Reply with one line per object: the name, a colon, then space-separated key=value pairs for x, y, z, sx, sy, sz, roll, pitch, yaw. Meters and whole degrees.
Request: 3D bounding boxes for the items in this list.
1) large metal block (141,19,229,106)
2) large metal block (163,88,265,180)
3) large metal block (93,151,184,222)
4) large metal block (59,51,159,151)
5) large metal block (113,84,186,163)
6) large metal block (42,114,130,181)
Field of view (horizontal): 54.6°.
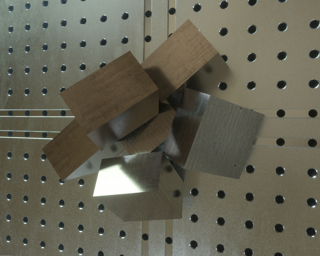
large metal block: x=0.030 y=-0.073 z=0.373 sx=0.080 sy=0.080 sz=0.050 roll=-41 pitch=78 yaw=15
large metal block: x=0.060 y=0.007 z=0.355 sx=0.050 sy=0.081 sz=0.080 roll=31 pitch=104 yaw=59
large metal block: x=-0.022 y=0.076 z=0.384 sx=0.080 sy=0.080 sz=0.050 roll=-9 pitch=51 yaw=20
large metal block: x=-0.049 y=-0.025 z=0.334 sx=0.080 sy=0.080 sz=0.050 roll=-34 pitch=78 yaw=-9
large metal block: x=-0.015 y=-0.011 z=0.406 sx=0.080 sy=0.050 sz=0.080 roll=-41 pitch=77 yaw=15
large metal block: x=-0.092 y=0.022 z=0.415 sx=0.080 sy=0.080 sz=0.050 roll=-40 pitch=78 yaw=15
